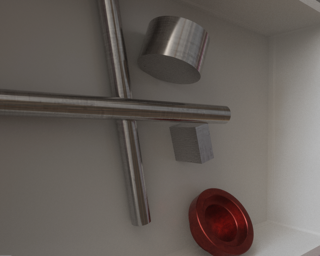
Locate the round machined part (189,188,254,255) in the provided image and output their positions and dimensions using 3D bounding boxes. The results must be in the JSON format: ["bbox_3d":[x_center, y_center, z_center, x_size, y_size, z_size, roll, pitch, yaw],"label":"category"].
[{"bbox_3d":[0.082,0.140,0.447,0.099,0.042,0.098,21,43,-20],"label":"round machined part"}]

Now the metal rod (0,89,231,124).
[{"bbox_3d":[-0.042,-0.021,0.342,0.303,0.025,0.025,1,89,-31],"label":"metal rod"}]

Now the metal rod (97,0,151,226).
[{"bbox_3d":[-0.044,-0.029,0.371,0.025,0.025,0.298,-14,99,-40],"label":"metal rod"}]

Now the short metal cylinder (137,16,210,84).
[{"bbox_3d":[0.017,-0.094,0.387,0.080,0.080,0.050,25,75,-38],"label":"short metal cylinder"}]

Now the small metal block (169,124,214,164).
[{"bbox_3d":[0.043,0.020,0.429,0.025,0.050,0.050,-19,102,-39],"label":"small metal block"}]
